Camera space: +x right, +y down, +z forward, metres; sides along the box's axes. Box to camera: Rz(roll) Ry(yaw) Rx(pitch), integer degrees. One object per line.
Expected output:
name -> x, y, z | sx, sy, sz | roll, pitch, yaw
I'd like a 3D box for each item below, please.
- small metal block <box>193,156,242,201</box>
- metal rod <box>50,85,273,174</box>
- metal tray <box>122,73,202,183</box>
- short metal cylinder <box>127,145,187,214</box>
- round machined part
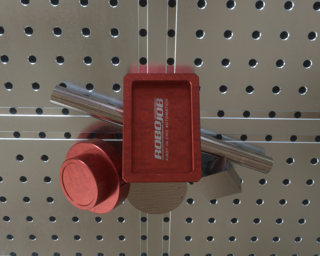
small metal block -> 0.078, 0.070, 0.424 | 0.050, 0.025, 0.050 | -21, 126, 24
metal rod -> 0.008, 0.005, 0.411 | 0.302, 0.025, 0.025 | 18, 109, -7
metal tray -> 0.002, 0.000, 0.375 | 0.091, 0.030, 0.129 | 0, 81, -1
short metal cylinder -> -0.005, 0.069, 0.421 | 0.081, 0.050, 0.079 | 0, 110, 0
round machined part -> -0.090, 0.066, 0.399 | 0.098, 0.042, 0.097 | 9, 107, 31
